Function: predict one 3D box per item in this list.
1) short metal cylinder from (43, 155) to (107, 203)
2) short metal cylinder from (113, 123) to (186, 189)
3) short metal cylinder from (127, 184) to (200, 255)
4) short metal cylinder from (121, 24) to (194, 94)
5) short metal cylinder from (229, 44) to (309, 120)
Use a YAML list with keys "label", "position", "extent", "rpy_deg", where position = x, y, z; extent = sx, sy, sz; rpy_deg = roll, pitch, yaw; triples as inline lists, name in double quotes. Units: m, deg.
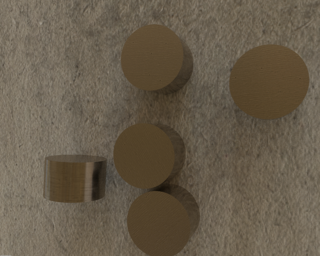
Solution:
- label: "short metal cylinder"
  position: [-0.114, 0.066, 0.419]
  extent: [0.080, 0.080, 0.050]
  rpy_deg: [3, 91, 19]
- label: "short metal cylinder"
  position: [-0.012, 0.034, 0.399]
  extent: [0.080, 0.050, 0.079]
  rpy_deg: [0, 90, 19]
- label: "short metal cylinder"
  position: [0.006, 0.115, 0.393]
  extent: [0.080, 0.050, 0.079]
  rpy_deg: [0, 90, 19]
- label: "short metal cylinder"
  position: [-0.002, -0.085, 0.396]
  extent: [0.080, 0.050, 0.079]
  rpy_deg: [0, 90, 19]
- label: "short metal cylinder"
  position: [0.123, -0.049, 0.352]
  extent: [0.080, 0.050, 0.079]
  rpy_deg: [0, 90, 19]
